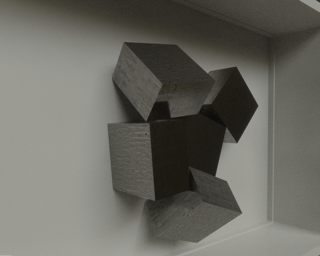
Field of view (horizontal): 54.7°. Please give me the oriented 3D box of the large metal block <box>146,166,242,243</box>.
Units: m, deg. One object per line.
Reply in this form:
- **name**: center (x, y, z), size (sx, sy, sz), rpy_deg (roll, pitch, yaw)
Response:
- **large metal block**: center (0.043, 0.102, 0.399), size (0.080, 0.080, 0.050), rpy_deg (26, 32, -39)

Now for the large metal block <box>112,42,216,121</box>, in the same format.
- **large metal block**: center (0.003, -0.057, 0.366), size (0.081, 0.080, 0.050), rpy_deg (-10, 138, -39)

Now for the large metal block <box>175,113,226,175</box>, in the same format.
- **large metal block**: center (0.039, 0.024, 0.424), size (0.080, 0.050, 0.080), rpy_deg (24, 75, -38)

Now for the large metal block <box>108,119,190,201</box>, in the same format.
- **large metal block**: center (-0.015, 0.032, 0.359), size (0.050, 0.080, 0.079), rpy_deg (-7, 95, -40)

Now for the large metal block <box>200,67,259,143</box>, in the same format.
- **large metal block**: center (0.096, -0.034, 0.472), size (0.080, 0.050, 0.080), rpy_deg (52, 60, -28)
